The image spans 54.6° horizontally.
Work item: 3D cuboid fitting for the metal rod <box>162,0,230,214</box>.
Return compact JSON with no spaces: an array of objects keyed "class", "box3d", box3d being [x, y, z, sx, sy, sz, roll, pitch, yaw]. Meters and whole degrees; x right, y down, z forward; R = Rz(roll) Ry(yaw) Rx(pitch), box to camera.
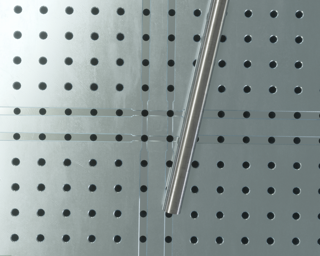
[{"class":"metal rod","box3d":[0.049,-0.035,0.413,0.025,0.025,0.299,13,90,0]}]
